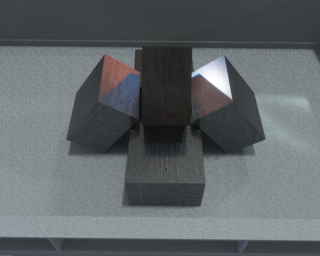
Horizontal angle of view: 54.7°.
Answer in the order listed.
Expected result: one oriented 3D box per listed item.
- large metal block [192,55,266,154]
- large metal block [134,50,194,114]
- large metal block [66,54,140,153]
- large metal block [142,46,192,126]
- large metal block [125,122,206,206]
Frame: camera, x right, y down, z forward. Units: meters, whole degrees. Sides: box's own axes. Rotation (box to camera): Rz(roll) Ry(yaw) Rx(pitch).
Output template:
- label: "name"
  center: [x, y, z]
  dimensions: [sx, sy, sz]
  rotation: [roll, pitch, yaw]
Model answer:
- label: "large metal block"
  center: [0.082, -0.028, 0.382]
  dimensions: [0.050, 0.080, 0.080]
  rotation: [-26, 43, 29]
- label: "large metal block"
  center: [0.005, -0.067, 0.440]
  dimensions: [0.081, 0.050, 0.080]
  rotation: [-1, 50, -1]
- label: "large metal block"
  center: [-0.068, -0.028, 0.381]
  dimensions: [0.050, 0.080, 0.080]
  rotation: [24, 44, -28]
- label: "large metal block"
  center: [0.006, -0.047, 0.355]
  dimensions: [0.050, 0.079, 0.080]
  rotation: [0, 6, -1]
- label: "large metal block"
  center: [0.006, 0.040, 0.353]
  dimensions: [0.080, 0.050, 0.080]
  rotation: [1, 50, 0]
